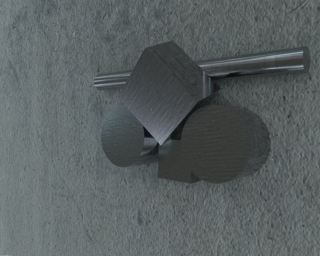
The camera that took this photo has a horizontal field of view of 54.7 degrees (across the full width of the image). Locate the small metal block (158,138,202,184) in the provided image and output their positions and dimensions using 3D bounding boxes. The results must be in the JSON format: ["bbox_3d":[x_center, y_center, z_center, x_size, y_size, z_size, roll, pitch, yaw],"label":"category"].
[{"bbox_3d":[0.025,0.039,0.387,0.050,0.025,0.050,3,92,40],"label":"small metal block"}]

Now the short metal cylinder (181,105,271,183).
[{"bbox_3d":[0.070,0.016,0.332,0.080,0.050,0.079,0,90,40],"label":"short metal cylinder"}]

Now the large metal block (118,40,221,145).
[{"bbox_3d":[0.008,-0.041,0.361,0.080,0.050,0.080,48,133,11],"label":"large metal block"}]

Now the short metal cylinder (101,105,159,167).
[{"bbox_3d":[-0.033,0.010,0.417,0.080,0.050,0.079,0,90,40],"label":"short metal cylinder"}]

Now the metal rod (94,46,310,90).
[{"bbox_3d":[0.023,-0.068,0.387,0.300,0.025,0.025,2,91,40],"label":"metal rod"}]
